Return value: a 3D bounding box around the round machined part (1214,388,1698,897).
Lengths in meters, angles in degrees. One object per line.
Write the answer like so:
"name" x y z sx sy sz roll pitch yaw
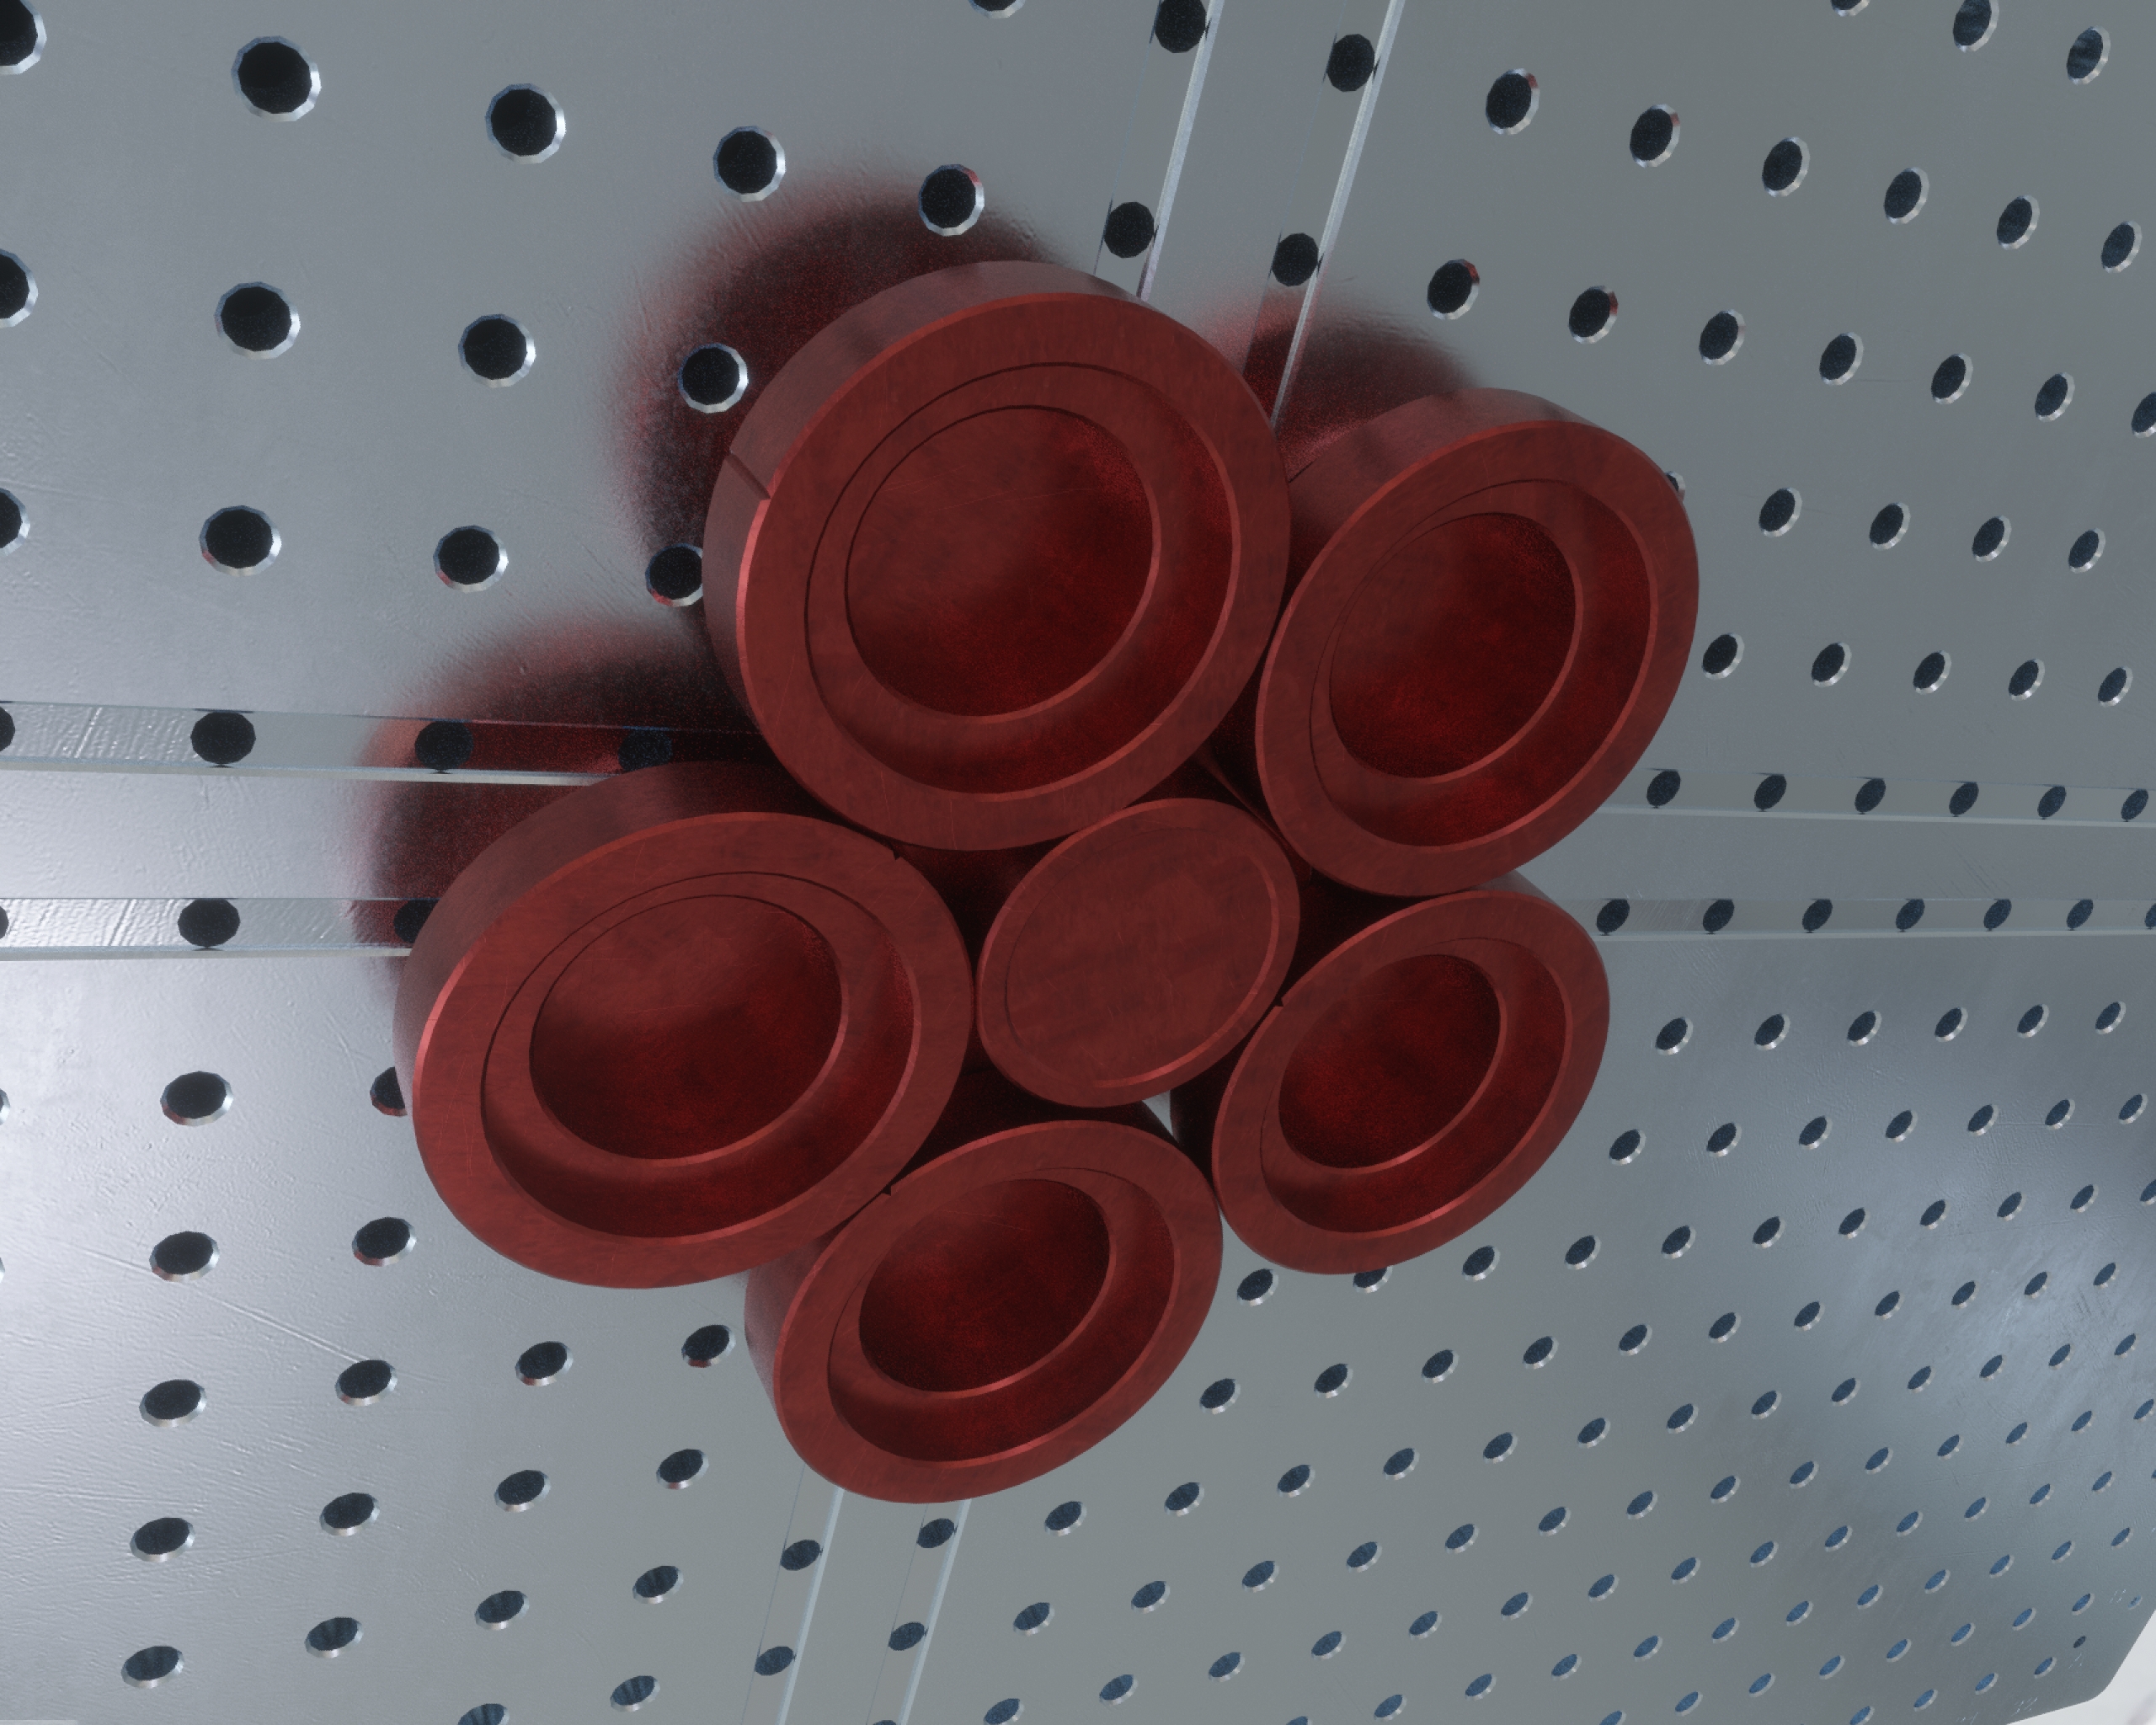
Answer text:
"round machined part" 0.068 -0.045 0.408 0.099 0.042 0.097 -14 124 -21

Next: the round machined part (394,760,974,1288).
"round machined part" -0.072 0.025 0.375 0.099 0.042 0.097 -14 124 -21

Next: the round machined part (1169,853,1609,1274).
"round machined part" 0.063 0.039 0.458 0.099 0.042 0.097 -14 124 -21

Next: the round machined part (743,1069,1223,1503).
"round machined part" -0.023 0.083 0.437 0.099 0.042 0.097 -14 124 -21

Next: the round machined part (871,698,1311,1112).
"round machined part" 0.004 0.009 0.406 0.099 0.042 0.097 -14 124 -21

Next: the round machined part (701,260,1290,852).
"round machined part" -0.017 -0.054 0.357 0.099 0.042 0.097 -14 124 -21
